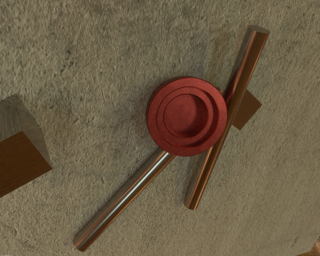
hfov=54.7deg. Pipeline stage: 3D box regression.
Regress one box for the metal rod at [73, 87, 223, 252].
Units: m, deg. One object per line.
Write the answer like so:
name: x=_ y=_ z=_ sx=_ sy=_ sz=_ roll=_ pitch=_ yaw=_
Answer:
metal rod: x=-0.014 y=0.061 z=0.438 sx=0.300 sy=0.025 sz=0.025 roll=-47 pitch=130 yaw=4

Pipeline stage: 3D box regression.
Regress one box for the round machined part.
round machined part: x=0.030 y=-0.017 z=0.389 sx=0.099 sy=0.042 sz=0.097 roll=-2 pitch=105 yaw=-9

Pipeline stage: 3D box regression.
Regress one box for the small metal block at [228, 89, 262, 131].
small metal block: x=0.113 y=-0.031 z=0.451 sx=0.050 sy=0.025 sz=0.050 roll=32 pitch=100 yaw=-39

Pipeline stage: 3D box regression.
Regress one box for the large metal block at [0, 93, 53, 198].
large metal block: x=-0.159 y=0.021 z=0.297 sx=0.080 sy=0.080 sz=0.050 roll=-29 pitch=129 yaw=-10

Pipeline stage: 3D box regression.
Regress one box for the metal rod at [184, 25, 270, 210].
metal rod: x=0.081 y=0.008 z=0.431 sx=0.025 sy=0.025 sz=0.298 roll=-6 pitch=130 yaw=-26
